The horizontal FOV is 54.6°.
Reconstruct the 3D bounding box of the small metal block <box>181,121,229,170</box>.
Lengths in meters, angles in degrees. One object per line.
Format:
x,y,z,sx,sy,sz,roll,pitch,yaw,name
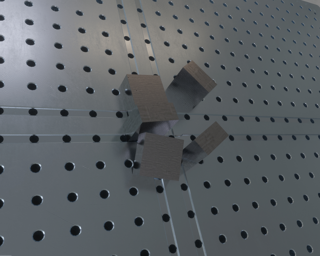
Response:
0.055,0.023,0.407,0.025,0.050,0.050,49,51,6,small metal block

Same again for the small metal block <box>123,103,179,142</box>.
-0.012,-0.007,0.390,0.050,0.050,0.025,-5,64,-30,small metal block

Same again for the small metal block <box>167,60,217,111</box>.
0.046,-0.061,0.454,0.050,0.050,0.025,45,51,3,small metal block

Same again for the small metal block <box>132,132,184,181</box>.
-0.002,0.035,0.374,0.050,0.025,0.050,12,79,-22,small metal block

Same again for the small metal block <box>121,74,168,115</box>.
-0.021,-0.045,0.424,0.050,0.025,0.050,-3,63,-29,small metal block
